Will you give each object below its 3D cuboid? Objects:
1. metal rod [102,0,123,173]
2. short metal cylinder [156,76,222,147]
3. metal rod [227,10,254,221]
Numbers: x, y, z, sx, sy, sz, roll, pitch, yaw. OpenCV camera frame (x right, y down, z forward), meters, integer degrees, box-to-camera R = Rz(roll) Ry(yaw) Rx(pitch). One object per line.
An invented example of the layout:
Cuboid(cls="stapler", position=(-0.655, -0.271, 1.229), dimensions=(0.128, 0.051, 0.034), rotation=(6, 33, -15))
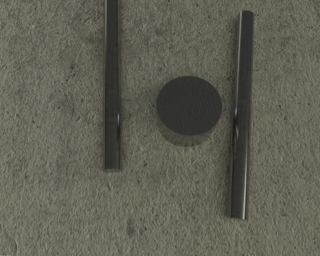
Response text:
Cuboid(cls="metal rod", position=(-0.068, -0.087, 0.439), dimensions=(0.025, 0.025, 0.299), rotation=(-3, 70, -1))
Cuboid(cls="short metal cylinder", position=(0.036, -0.020, 0.402), dimensions=(0.081, 0.050, 0.080), rotation=(0, 70, 0))
Cuboid(cls="metal rod", position=(0.111, -0.031, 0.419), dimensions=(0.025, 0.025, 0.299), rotation=(7, 70, 2))
